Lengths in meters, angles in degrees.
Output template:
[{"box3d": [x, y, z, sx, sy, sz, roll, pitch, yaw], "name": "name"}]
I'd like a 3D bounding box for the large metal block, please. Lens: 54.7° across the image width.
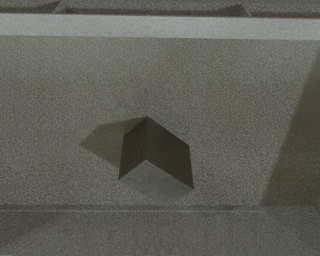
[{"box3d": [-0.004, 0.044, 0.411, 0.080, 0.080, 0.050, 35, 121, -27], "name": "large metal block"}]
